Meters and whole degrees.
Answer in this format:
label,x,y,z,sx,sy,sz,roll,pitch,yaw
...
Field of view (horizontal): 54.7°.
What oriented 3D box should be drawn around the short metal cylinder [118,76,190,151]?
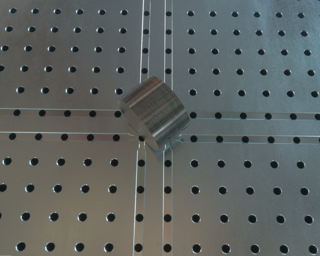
label,x,y,z,sx,sy,sz,roll,pitch,yaw
short metal cylinder,-0.008,-0.018,0.388,0.050,0.080,0.080,-39,75,-13
